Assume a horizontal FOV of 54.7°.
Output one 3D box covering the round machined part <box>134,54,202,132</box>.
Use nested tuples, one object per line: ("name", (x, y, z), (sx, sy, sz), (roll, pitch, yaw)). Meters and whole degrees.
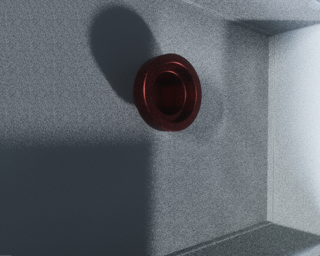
("round machined part", (0.006, -0.044, 0.402), (0.099, 0.042, 0.097), (0, 90, -40))
